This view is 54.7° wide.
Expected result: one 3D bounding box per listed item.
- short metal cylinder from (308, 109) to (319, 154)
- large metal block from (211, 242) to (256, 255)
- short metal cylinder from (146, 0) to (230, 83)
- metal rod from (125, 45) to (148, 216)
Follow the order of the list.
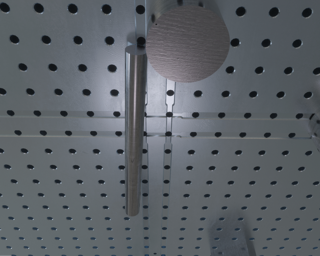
[{"bbox_3d":[0.245,0.009,0.405,0.081,0.050,0.079,0,130,0],"label":"short metal cylinder"},{"bbox_3d":[0.155,0.289,0.624,0.080,0.080,0.050,-26,126,20],"label":"large metal block"},{"bbox_3d":[0.027,-0.093,0.316,0.081,0.050,0.079,0,130,0],"label":"short metal cylinder"},{"bbox_3d":[-0.037,0.028,0.434,0.025,0.025,0.298,3,130,-3],"label":"metal rod"}]
